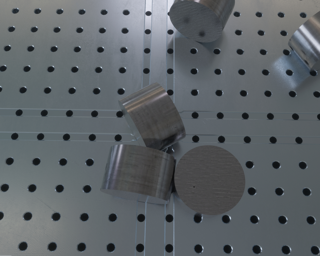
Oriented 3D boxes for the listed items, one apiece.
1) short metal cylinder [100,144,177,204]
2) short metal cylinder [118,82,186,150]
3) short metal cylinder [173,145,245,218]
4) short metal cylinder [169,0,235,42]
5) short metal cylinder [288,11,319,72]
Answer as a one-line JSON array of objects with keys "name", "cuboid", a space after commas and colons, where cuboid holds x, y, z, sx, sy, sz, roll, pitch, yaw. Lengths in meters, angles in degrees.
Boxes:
[{"name": "short metal cylinder", "cuboid": [-0.024, 0.056, 0.362, 0.080, 0.080, 0.050, 9, 71, 3]}, {"name": "short metal cylinder", "cuboid": [-0.011, -0.010, 0.386, 0.050, 0.080, 0.080, -29, 73, -10]}, {"name": "short metal cylinder", "cuboid": [0.056, 0.066, 0.375, 0.081, 0.050, 0.080, 0, 70, 0]}, {"name": "short metal cylinder", "cuboid": [0.060, -0.170, 0.445, 0.080, 0.080, 0.050, 23, 72, 8]}, {"name": "short metal cylinder", "cuboid": [0.229, -0.123, 0.429, 0.080, 0.080, 0.050, -28, 73, -10]}]
